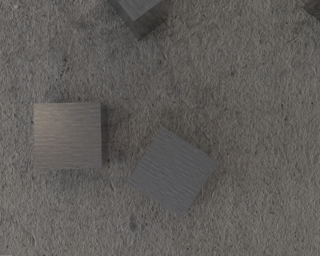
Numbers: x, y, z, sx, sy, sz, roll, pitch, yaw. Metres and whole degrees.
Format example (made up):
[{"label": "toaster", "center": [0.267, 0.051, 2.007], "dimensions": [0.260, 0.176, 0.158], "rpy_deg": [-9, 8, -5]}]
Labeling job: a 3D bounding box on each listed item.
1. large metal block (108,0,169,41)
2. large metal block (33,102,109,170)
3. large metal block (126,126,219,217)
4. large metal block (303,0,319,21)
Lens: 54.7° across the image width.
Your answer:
[{"label": "large metal block", "center": [-0.034, -0.165, 0.382], "dimensions": [0.050, 0.080, 0.080], "rpy_deg": [-37, 90, 0]}, {"label": "large metal block", "center": [-0.111, 0.009, 0.396], "dimensions": [0.081, 0.050, 0.079], "rpy_deg": [-1, 90, 0]}, {"label": "large metal block", "center": [0.015, 0.053, 0.397], "dimensions": [0.080, 0.050, 0.080], "rpy_deg": [32, 90, 0]}, {"label": "large metal block", "center": [0.252, -0.171, 0.399], "dimensions": [0.080, 0.050, 0.080], "rpy_deg": [38, 90, 0]}]
